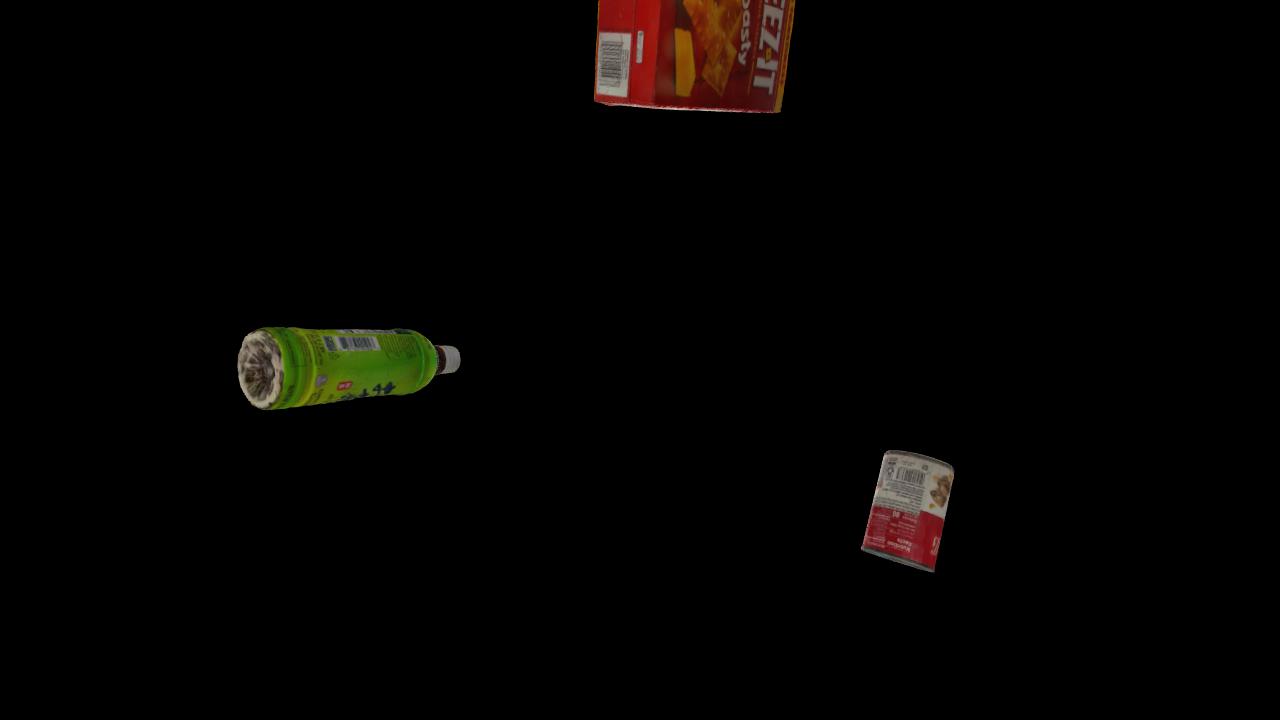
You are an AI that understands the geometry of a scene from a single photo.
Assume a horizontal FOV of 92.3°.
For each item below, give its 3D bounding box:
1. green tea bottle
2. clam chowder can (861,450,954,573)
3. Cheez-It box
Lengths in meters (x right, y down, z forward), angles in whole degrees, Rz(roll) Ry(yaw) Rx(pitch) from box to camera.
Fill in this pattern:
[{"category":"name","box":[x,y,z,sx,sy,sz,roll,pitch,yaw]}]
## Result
[{"category":"green tea bottle","box":[-0.261,0.003,0.594,0.073,0.073,0.212,0,3,31]},{"category":"clam chowder can","box":[0.263,0.147,0.604,0.068,0.102,0.068,17,-13,4]},{"category":"Cheez-It box","box":[0.059,-0.307,0.540,0.071,0.166,0.223,21,28,33]}]
